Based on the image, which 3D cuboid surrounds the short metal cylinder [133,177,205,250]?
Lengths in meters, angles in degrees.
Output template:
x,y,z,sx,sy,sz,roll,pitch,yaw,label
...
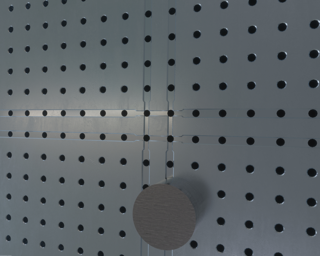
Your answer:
x,y,z,sx,sy,sz,roll,pitch,yaw,label
0.012,0.107,0.395,0.080,0.050,0.080,0,90,20,short metal cylinder
